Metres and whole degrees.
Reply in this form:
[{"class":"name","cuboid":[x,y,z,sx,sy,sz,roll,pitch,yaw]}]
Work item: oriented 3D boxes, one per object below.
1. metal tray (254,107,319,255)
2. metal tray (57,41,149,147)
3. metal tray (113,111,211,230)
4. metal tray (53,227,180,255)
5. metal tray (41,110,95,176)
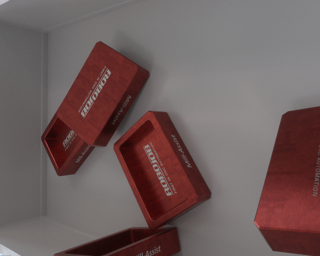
[{"class":"metal tray","cuboid":[0.133,0.032,0.237,0.090,0.130,0.030,-10,125,39]},{"class":"metal tray","cuboid":[-0.085,-0.049,0.450,0.090,0.030,0.129,37,99,27]},{"class":"metal tray","cuboid":[-0.003,0.054,0.405,0.090,0.030,0.130,-42,65,32]},{"class":"metal tray","cuboid":[-0.049,0.153,0.379,0.090,0.131,0.030,-15,80,39]},{"class":"metal tray","cuboid":[-0.149,0.009,0.526,0.129,0.030,0.090,-49,61,29]}]
